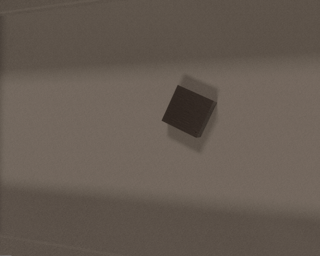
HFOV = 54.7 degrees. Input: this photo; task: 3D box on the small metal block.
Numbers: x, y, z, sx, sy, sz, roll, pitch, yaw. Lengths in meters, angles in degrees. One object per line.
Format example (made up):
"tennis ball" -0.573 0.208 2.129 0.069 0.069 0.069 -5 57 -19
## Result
"small metal block" 0.038 -0.021 0.397 0.050 0.025 0.050 27 99 17
